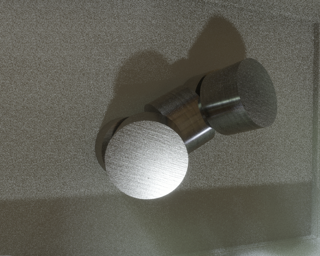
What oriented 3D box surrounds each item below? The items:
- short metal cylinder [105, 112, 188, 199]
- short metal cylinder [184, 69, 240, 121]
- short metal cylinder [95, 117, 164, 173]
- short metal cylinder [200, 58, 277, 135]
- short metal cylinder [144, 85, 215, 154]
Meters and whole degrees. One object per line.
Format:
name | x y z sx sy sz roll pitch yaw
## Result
short metal cylinder | -0.013 0.027 0.323 0.081 0.050 0.079 0 102 0
short metal cylinder | 0.072 -0.037 0.423 0.081 0.050 0.079 0 90 -21
short metal cylinder | -0.036 0.026 0.383 0.081 0.050 0.079 0 90 -21
short metal cylinder | 0.093 -0.035 0.362 0.081 0.050 0.080 13 70 -39
short metal cylinder | 0.023 -0.007 0.389 0.050 0.080 0.080 -31 101 -17
